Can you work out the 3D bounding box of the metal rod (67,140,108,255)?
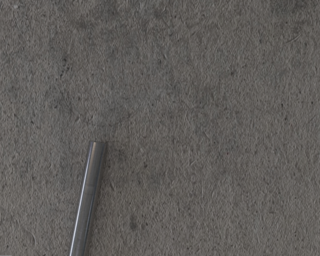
[{"bbox_3d":[-0.109,0.165,0.409,0.025,0.025,0.298,11,90,0],"label":"metal rod"}]
